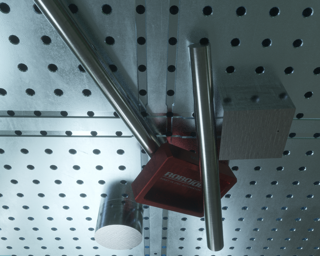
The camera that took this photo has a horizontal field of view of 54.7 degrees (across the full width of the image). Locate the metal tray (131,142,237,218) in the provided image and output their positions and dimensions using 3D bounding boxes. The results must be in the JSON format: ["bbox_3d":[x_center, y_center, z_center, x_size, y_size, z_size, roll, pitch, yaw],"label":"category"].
[{"bbox_3d":[0.036,0.080,0.451,0.131,0.030,0.090,22,116,-30],"label":"metal tray"}]

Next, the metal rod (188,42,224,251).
[{"bbox_3d":[0.063,0.043,0.401,0.025,0.025,0.298,-6,116,5],"label":"metal rod"}]

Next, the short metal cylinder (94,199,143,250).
[{"bbox_3d":[-0.069,0.168,0.538,0.081,0.050,0.079,0,130,0],"label":"short metal cylinder"}]

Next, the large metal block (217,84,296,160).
[{"bbox_3d":[0.114,-0.006,0.391,0.080,0.050,0.079,-2,130,1],"label":"large metal block"}]

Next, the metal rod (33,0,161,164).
[{"bbox_3d":[-0.064,-0.056,0.363,0.025,0.025,0.299,-21,127,17],"label":"metal rod"}]
